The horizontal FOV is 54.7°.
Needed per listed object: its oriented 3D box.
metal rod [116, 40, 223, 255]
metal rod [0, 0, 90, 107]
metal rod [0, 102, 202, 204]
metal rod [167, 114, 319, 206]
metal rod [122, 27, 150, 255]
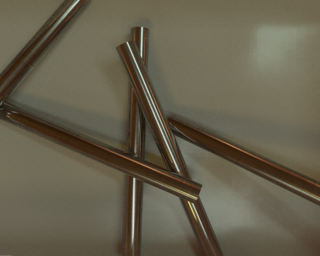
[{"bbox_3d":[0.015,0.035,0.396,0.025,0.025,0.299,-23,96,0],"label":"metal rod"},{"bbox_3d":[-0.191,-0.057,0.387,0.025,0.025,0.300,37,81,0],"label":"metal rod"},{"bbox_3d":[-0.092,0.023,0.390,0.301,0.025,0.025,22,90,7],"label":"metal rod"},{"bbox_3d":[0.140,0.055,0.364,0.301,0.025,0.025,26,90,19],"label":"metal rod"},{"bbox_3d":[-0.032,0.019,0.410,0.025,0.025,0.298,2,90,0],"label":"metal rod"}]
